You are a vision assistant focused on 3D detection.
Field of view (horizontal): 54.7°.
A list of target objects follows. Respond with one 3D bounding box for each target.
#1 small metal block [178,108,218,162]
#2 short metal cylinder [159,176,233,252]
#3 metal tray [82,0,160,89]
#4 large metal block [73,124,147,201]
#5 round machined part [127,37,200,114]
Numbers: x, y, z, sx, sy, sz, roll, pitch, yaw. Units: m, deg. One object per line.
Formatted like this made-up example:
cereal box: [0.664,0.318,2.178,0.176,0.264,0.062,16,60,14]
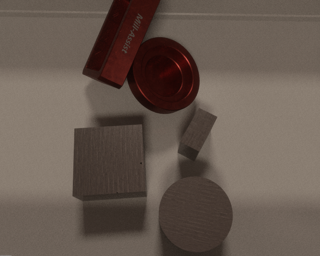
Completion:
small metal block: [0.047,0.010,0.393,0.025,0.050,0.050,28,72,9]
short metal cylinder: [0.039,0.101,0.360,0.081,0.050,0.080,0,70,0]
metal tray: [-0.051,-0.119,0.397,0.030,0.090,0.129,23,92,-29]
large metal block: [-0.059,0.044,0.380,0.081,0.050,0.080,-4,70,-2]
round machined part: [0.001,-0.066,0.410,0.099,0.042,0.098,7,76,-29]
